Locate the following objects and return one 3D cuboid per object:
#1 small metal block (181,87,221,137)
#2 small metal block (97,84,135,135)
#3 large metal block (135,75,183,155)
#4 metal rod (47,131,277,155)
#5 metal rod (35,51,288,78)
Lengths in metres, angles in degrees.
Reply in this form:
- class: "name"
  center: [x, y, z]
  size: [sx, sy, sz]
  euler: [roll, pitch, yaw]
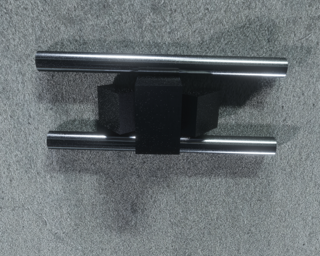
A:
- class: "small metal block"
  center: [0.050, -0.021, 0.389]
  size: [0.025, 0.050, 0.050]
  euler: [17, 115, 38]
- class: "small metal block"
  center: [-0.054, -0.025, 0.386]
  size: [0.025, 0.050, 0.050]
  euler: [-15, 116, -37]
- class: "large metal block"
  center: [-0.002, -0.021, 0.376]
  size: [0.050, 0.080, 0.079]
  euler: [1, 110, -1]
- class: "metal rod"
  center: [0.003, 0.020, 0.418]
  size: [0.302, 0.025, 0.025]
  euler: [2, 110, -1]
- class: "metal rod"
  center: [0.003, -0.078, 0.382]
  size: [0.302, 0.025, 0.025]
  euler: [1, 110, -1]
